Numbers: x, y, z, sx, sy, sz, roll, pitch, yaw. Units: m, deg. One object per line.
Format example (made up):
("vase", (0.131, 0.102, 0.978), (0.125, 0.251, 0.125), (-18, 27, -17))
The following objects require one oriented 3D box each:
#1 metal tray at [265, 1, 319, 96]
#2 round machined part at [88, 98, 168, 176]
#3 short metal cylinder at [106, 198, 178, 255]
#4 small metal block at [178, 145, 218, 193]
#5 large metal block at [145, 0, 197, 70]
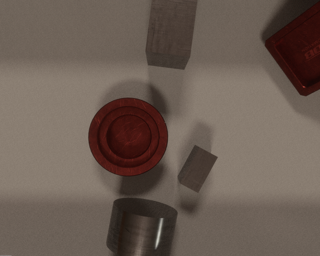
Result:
("metal tray", (0.205, -0.107, 0.368), (0.030, 0.129, 0.090), (-36, 91, -43))
("round machined part", (-0.039, 0.011, 0.402), (0.099, 0.042, 0.097), (0, 90, -1))
("short metal cylinder", (-0.022, 0.122, 0.384), (0.080, 0.080, 0.050), (10, 90, -1))
("small metal block", (0.047, 0.051, 0.400), (0.025, 0.050, 0.050), (29, 90, 0))
("large metal block", (0.014, -0.122, 0.384), (0.050, 0.080, 0.080), (7, 90, 0))
